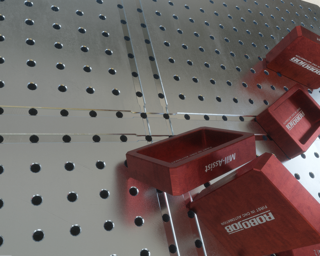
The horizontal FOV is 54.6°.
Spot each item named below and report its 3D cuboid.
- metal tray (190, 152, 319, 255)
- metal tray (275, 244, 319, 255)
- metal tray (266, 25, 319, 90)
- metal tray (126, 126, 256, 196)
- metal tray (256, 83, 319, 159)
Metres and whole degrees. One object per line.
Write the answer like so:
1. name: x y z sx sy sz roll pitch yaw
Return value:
1. metal tray: 0.100 0.092 0.338 0.090 0.129 0.030 48 51 5
2. metal tray: 0.205 0.197 0.394 0.091 0.030 0.130 1 61 -28
3. metal tray: 0.285 -0.132 0.598 0.131 0.090 0.030 20 54 -17
4. metal tray: 0.038 0.032 0.366 0.131 0.090 0.030 -17 106 -35
5. metal tray: 0.235 -0.016 0.539 0.131 0.030 0.090 -32 80 -38
